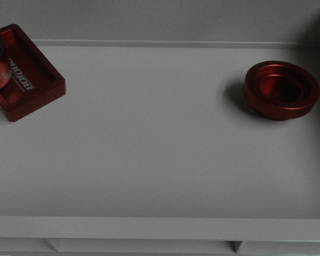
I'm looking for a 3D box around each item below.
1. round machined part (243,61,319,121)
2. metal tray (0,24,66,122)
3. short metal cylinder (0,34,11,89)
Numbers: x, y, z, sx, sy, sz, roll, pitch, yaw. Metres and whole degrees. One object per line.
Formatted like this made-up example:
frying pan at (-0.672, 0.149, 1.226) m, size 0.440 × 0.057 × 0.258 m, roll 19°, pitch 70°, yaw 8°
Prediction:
round machined part at (0.166, -0.048, 0.437) m, size 0.099 × 0.042 × 0.098 m, roll 0°, pitch 50°, yaw 0°
metal tray at (-0.210, -0.082, 0.443) m, size 0.091 × 0.030 × 0.130 m, roll -36°, pitch 76°, yaw -27°
short metal cylinder at (-0.237, -0.088, 0.393) m, size 0.081 × 0.050 × 0.080 m, roll 6°, pitch 62°, yaw -12°
